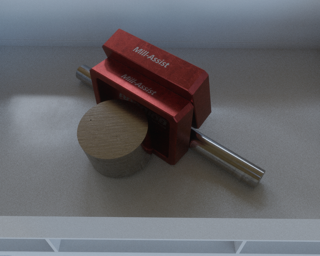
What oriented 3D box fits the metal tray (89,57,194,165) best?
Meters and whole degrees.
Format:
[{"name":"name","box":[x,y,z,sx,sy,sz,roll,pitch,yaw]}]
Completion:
[{"name":"metal tray","box":[-0.024,-0.020,0.378,0.130,0.089,0.030,32,57,23]}]

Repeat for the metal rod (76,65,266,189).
[{"name":"metal rod","box":[-0.002,-0.013,0.416,0.300,0.025,0.025,32,57,23]}]

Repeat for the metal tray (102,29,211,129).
[{"name":"metal tray","box":[-0.002,-0.058,0.377,0.130,0.090,0.030,32,74,23]}]

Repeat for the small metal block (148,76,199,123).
[{"name":"small metal block","box":[0.019,-0.042,0.438,0.050,0.025,0.050,33,57,24]}]

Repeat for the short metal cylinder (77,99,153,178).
[{"name":"short metal cylinder","box":[-0.051,0.013,0.368,0.080,0.050,0.080,-3,57,4]}]
